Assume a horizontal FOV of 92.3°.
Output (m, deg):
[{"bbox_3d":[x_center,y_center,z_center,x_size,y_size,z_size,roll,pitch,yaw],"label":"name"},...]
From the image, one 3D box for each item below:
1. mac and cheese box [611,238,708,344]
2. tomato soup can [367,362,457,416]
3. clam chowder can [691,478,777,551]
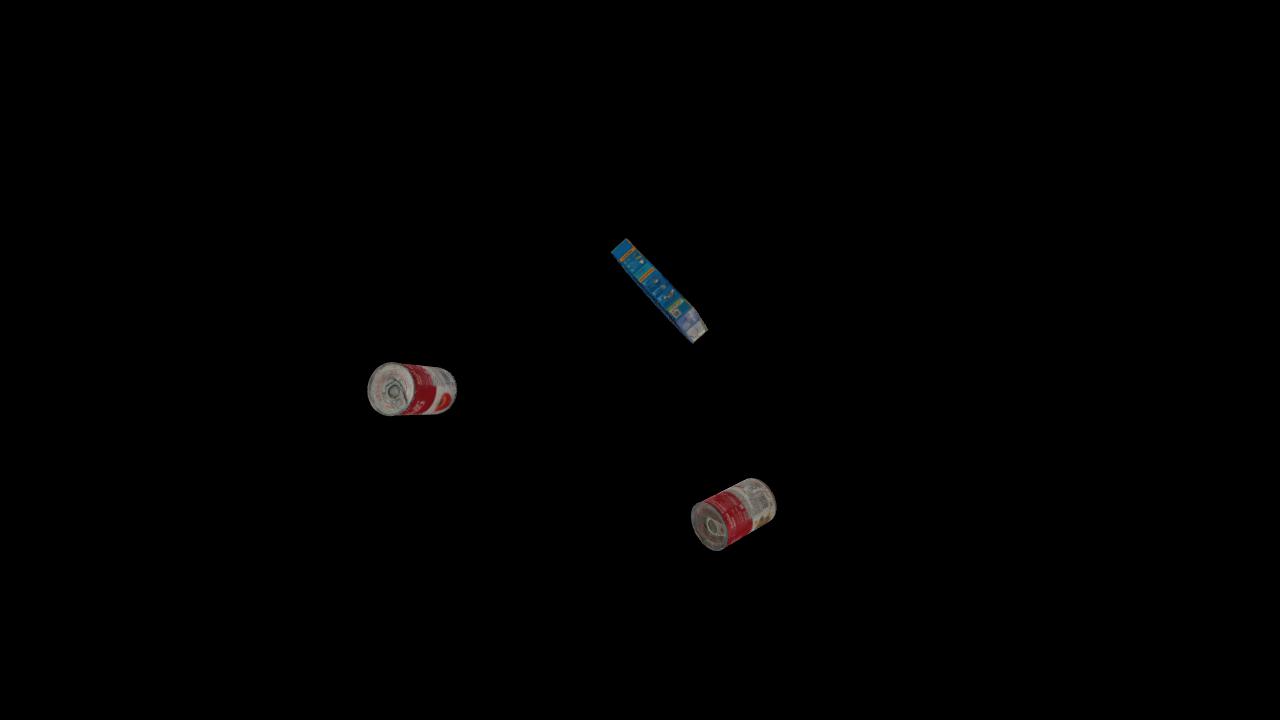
[{"bbox_3d":[0.032,-0.112,0.997,0.041,0.184,0.093,-42,-30,4],"label":"mac and cheese box"},{"bbox_3d":[-0.295,0.039,0.805,0.068,0.068,0.101,0,-4,14],"label":"tomato soup can"},{"bbox_3d":[0.129,0.208,0.840,0.102,0.068,0.068,-17,10,-36],"label":"clam chowder can"}]
